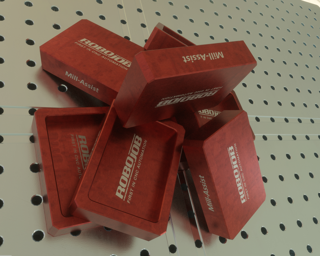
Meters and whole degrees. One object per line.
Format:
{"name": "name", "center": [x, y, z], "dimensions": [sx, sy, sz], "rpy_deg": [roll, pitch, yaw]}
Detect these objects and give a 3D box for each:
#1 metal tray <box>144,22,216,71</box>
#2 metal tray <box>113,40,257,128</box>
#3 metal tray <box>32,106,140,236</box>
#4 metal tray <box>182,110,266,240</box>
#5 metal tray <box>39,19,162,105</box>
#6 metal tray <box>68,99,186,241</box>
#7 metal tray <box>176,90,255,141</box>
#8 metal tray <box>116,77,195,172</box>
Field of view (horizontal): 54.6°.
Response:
{"name": "metal tray", "center": [0.028, -0.112, 0.444], "dimensions": [0.090, 0.030, 0.130], "rpy_deg": [29, 19, -9]}
{"name": "metal tray", "center": [0.025, -0.046, 0.325], "dimensions": [0.131, 0.090, 0.030], "rpy_deg": [-14, 69, -29]}
{"name": "metal tray", "center": [-0.082, 0.040, 0.337], "dimensions": [0.091, 0.030, 0.130], "rpy_deg": [-4, 63, -31]}
{"name": "metal tray", "center": [0.082, 0.054, 0.373], "dimensions": [0.091, 0.030, 0.129], "rpy_deg": [-33, 113, -37]}
{"name": "metal tray", "center": [-0.071, -0.083, 0.395], "dimensions": [0.130, 0.030, 0.090], "rpy_deg": [29, 51, 10]}
{"name": "metal tray", "center": [-0.028, 0.040, 0.326], "dimensions": [0.090, 0.030, 0.130], "rpy_deg": [24, 53, -13]}
{"name": "metal tray", "center": [0.073, -0.020, 0.432], "dimensions": [0.131, 0.030, 0.090], "rpy_deg": [6, 58, -45]}
{"name": "metal tray", "center": [-0.008, -0.007, 0.404], "dimensions": [0.091, 0.030, 0.130], "rpy_deg": [-4, 61, -32]}
